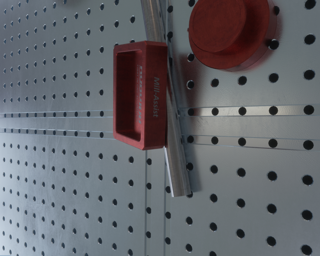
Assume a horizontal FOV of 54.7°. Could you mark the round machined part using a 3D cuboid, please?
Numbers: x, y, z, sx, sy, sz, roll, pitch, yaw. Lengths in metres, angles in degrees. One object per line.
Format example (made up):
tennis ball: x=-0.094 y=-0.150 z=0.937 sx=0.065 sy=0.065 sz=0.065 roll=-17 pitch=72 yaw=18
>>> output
round machined part: x=0.071 y=-0.113 z=0.340 sx=0.098 sy=0.042 sz=0.097 roll=0 pitch=90 yaw=40

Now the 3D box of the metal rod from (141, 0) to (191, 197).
metal rod: x=0.004 y=-0.062 z=0.406 sx=0.025 sy=0.025 sz=0.298 roll=-15 pitch=81 yaw=39

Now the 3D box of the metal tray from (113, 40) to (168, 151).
metal tray: x=-0.029 y=-0.043 z=0.405 sx=0.090 sy=0.030 sz=0.129 roll=15 pitch=106 yaw=56
